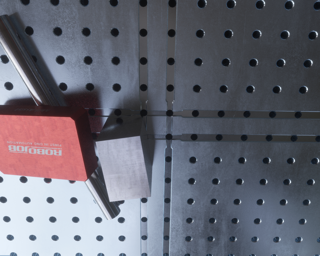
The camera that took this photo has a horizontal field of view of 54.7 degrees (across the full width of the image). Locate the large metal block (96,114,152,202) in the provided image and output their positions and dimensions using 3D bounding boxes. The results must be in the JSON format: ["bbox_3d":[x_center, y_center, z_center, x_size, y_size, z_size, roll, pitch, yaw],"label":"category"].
[{"bbox_3d":[-0.041,0.035,0.396,0.050,0.080,0.079,-8,110,3],"label":"large metal block"}]

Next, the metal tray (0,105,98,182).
[{"bbox_3d":[-0.151,0.018,0.394,0.130,0.030,0.089,2,117,15],"label":"metal tray"}]

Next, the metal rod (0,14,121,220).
[{"bbox_3d":[-0.131,0.000,0.411,0.025,0.025,0.299,-23,109,8],"label":"metal rod"}]
